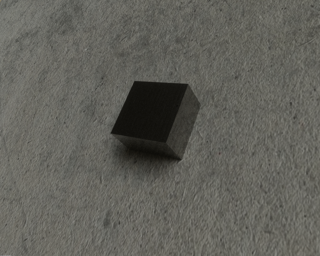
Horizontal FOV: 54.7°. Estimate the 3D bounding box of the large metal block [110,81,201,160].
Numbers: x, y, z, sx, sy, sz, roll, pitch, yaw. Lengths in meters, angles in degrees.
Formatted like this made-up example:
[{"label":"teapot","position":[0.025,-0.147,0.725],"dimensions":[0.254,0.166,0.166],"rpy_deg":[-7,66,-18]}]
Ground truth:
[{"label":"large metal block","position":[-0.003,-0.011,0.397],"dimensions":[0.080,0.050,0.080],"rpy_deg":[8,66,31]}]
